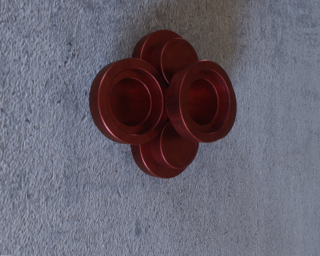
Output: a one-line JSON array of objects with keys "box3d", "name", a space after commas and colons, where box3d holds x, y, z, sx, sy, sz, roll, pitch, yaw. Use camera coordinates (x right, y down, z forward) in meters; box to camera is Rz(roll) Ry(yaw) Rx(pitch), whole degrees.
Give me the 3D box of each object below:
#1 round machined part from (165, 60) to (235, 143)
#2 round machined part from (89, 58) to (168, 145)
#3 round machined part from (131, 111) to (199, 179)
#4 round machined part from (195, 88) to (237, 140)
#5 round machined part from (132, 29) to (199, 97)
[{"box3d": [0.045, -0.031, 0.380, 0.099, 0.042, 0.097, -1, 91, -40], "name": "round machined part"}, {"box3d": [-0.039, -0.030, 0.364, 0.099, 0.042, 0.097, 0, 90, -40], "name": "round machined part"}, {"box3d": [0.013, 0.018, 0.408, 0.099, 0.042, 0.097, 0, 90, -40], "name": "round machined part"}, {"box3d": [0.065, -0.031, 0.452, 0.099, 0.042, 0.097, 0, 90, -40], "name": "round machined part"}, {"box3d": [0.014, -0.081, 0.409, 0.099, 0.042, 0.097, 0, 90, -40], "name": "round machined part"}]
